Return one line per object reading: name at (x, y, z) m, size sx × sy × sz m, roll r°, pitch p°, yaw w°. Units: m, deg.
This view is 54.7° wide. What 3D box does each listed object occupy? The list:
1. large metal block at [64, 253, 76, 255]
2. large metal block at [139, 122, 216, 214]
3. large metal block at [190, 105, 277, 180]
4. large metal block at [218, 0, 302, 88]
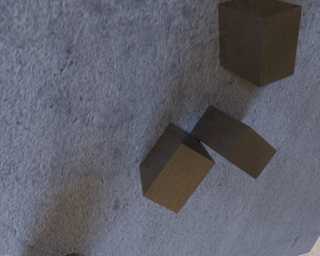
large metal block at (-0.159, 0.241, 0.454) m, size 0.081 × 0.050 × 0.079 m, roll -8°, pitch 122°, yaw -25°
large metal block at (0.018, 0.049, 0.405) m, size 0.050 × 0.080 × 0.080 m, roll 31°, pitch 102°, yaw -16°
large metal block at (0.103, 0.020, 0.439) m, size 0.080 × 0.080 × 0.050 m, roll 33°, pitch 94°, yaw -39°
large metal block at (0.115, -0.106, 0.370) m, size 0.050 × 0.080 × 0.079 m, roll -21°, pitch 127°, yaw -16°
